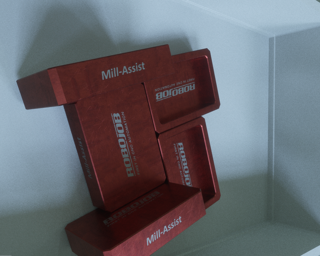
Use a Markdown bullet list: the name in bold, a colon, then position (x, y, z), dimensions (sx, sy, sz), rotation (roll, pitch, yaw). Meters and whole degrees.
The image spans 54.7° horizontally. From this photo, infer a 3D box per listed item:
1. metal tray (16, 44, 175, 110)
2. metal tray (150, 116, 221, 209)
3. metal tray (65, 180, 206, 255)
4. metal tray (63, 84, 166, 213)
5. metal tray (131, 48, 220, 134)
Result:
- **metal tray**: position (-0.061, -0.052, 0.310), dimensions (0.131, 0.090, 0.030), rotation (-23, 105, -38)
- **metal tray**: position (0.035, 0.057, 0.433), dimensions (0.091, 0.030, 0.129), rotation (-22, 104, -38)
- **metal tray**: position (-0.025, 0.101, 0.342), dimensions (0.131, 0.090, 0.030), rotation (-22, 105, -38)
- **metal tray**: position (-0.048, 0.019, 0.361), dimensions (0.091, 0.030, 0.129), rotation (-22, 104, -38)
- **metal tray**: position (0.024, -0.054, 0.423), dimensions (0.131, 0.030, 0.089), rotation (-22, 104, -38)
